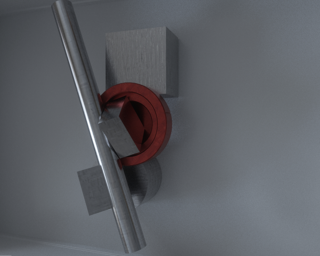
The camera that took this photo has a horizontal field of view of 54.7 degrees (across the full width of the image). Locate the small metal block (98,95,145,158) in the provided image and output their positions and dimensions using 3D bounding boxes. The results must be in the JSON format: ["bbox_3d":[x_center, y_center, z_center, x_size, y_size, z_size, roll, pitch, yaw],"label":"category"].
[{"bbox_3d":[-0.043,-0.002,0.359,0.025,0.050,0.050,-19,119,15],"label":"small metal block"}]

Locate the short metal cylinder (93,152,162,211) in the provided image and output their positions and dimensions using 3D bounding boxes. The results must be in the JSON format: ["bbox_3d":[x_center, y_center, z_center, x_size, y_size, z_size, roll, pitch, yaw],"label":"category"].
[{"bbox_3d":[-0.044,0.066,0.411,0.080,0.050,0.079,0,90,19],"label":"short metal cylinder"}]

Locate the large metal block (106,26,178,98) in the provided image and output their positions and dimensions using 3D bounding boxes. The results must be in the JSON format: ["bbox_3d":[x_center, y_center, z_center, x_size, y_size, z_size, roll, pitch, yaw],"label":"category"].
[{"bbox_3d":[-0.022,-0.080,0.401,0.080,0.050,0.079,0,90,19],"label":"large metal block"}]

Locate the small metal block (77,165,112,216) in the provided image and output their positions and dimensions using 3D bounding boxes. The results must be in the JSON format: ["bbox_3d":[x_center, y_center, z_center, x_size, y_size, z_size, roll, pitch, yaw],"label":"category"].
[{"bbox_3d":[-0.078,0.073,0.366,0.025,0.050,0.050,-16,83,-14],"label":"small metal block"}]

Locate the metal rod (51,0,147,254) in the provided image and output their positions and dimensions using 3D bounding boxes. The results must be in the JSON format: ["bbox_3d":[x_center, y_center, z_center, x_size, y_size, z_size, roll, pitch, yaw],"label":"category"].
[{"bbox_3d":[-0.073,-0.007,0.359,0.025,0.025,0.299,-20,84,18],"label":"metal rod"}]

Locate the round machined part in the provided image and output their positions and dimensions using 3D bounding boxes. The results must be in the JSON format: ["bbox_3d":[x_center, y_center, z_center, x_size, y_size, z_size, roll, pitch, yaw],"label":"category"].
[{"bbox_3d":[-0.032,-0.005,0.379,0.098,0.042,0.097,0,90,19],"label":"round machined part"}]
